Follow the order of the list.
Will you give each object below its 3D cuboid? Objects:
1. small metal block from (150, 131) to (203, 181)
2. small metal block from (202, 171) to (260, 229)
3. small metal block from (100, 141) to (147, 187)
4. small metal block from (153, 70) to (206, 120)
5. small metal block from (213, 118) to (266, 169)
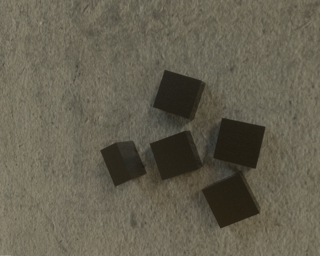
[{"bbox_3d":[0.021,0.035,0.401,0.050,0.025,0.050,-21,83,18],"label":"small metal block"},{"bbox_3d":[0.087,0.087,0.378,0.050,0.025,0.050,-28,81,17],"label":"small metal block"},{"bbox_3d":[-0.047,0.046,0.411,0.025,0.050,0.050,-27,82,18],"label":"small metal block"},{"bbox_3d":[0.025,-0.042,0.399,0.050,0.025,0.050,20,97,18],"label":"small metal block"},{"bbox_3d":[0.096,0.017,0.375,0.050,0.025,0.050,13,94,19],"label":"small metal block"}]
